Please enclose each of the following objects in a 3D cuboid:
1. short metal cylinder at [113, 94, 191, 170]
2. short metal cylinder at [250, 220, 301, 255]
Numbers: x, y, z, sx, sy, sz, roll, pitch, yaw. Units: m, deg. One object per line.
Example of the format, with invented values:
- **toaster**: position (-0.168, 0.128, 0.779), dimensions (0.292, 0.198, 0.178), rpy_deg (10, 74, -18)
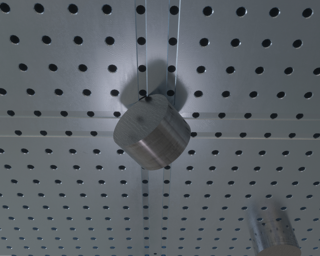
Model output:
- **short metal cylinder**: position (-0.010, 0.005, 0.379), dimensions (0.080, 0.080, 0.050), rpy_deg (-28, 125, 21)
- **short metal cylinder**: position (0.215, 0.217, 0.582), dimensions (0.081, 0.050, 0.079), rpy_deg (0, 130, 0)
